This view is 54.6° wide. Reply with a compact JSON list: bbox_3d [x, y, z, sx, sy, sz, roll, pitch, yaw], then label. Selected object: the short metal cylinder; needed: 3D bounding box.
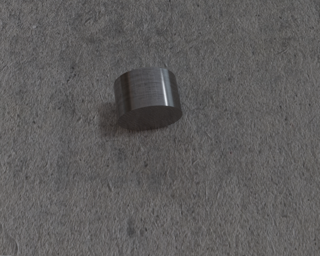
[{"bbox_3d":[-0.016,-0.034,0.391,0.080,0.080,0.050,-8,70,-3],"label":"short metal cylinder"}]
